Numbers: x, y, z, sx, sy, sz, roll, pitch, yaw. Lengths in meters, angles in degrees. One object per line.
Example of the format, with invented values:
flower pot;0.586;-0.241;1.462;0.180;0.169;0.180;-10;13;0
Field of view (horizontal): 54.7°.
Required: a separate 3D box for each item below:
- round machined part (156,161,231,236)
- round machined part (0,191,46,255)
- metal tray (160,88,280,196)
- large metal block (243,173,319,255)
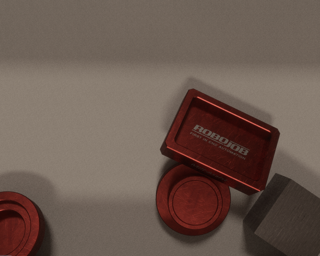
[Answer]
round machined part;0.044;0.092;0.404;0.099;0.042;0.097;0;90;-1
round machined part;-0.194;0.133;0.388;0.099;0.042;0.098;1;63;-1
metal tray;0.077;0.017;0.392;0.131;0.030;0.090;26;65;-1
large metal block;0.170;0.117;0.401;0.080;0.050;0.080;34;90;-1
